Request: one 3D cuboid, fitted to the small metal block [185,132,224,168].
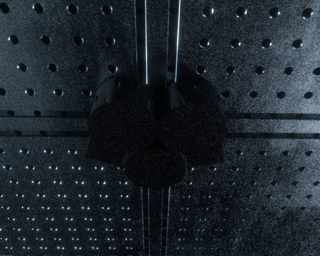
[{"bbox_3d":[0.059,0.025,0.430,0.050,0.025,0.050,-11,130,9],"label":"small metal block"}]

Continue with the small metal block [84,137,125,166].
[{"bbox_3d":[-0.071,0.021,0.424,0.050,0.025,0.050,16,128,-14],"label":"small metal block"}]

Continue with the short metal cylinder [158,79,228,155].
[{"bbox_3d":[0.038,-0.013,0.380,0.081,0.050,0.079,0,130,0],"label":"short metal cylinder"}]

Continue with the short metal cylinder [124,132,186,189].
[{"bbox_3d":[-0.006,0.039,0.423,0.081,0.050,0.079,0,130,0],"label":"short metal cylinder"}]

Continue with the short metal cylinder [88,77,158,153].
[{"bbox_3d":[-0.043,-0.015,0.377,0.081,0.050,0.079,0,130,0],"label":"short metal cylinder"}]
